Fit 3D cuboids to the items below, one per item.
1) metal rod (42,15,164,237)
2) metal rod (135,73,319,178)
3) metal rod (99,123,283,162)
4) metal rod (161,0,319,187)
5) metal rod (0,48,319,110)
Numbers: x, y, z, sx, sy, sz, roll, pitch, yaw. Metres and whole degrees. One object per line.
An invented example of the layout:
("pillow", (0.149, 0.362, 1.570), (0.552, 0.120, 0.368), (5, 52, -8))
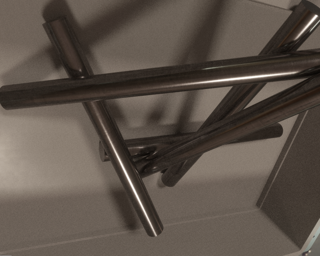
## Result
("metal rod", (-0.053, 0.020, 0.364), (0.025, 0.025, 0.299), (-27, 119, -12))
("metal rod", (0.060, 0.008, 0.334), (0.025, 0.025, 0.299), (21, 144, -37))
("metal rod", (0.062, 0.017, 0.455), (0.303, 0.025, 0.025), (-6, 121, -26))
("metal rod", (0.072, -0.011, 0.365), (0.025, 0.025, 0.298), (0, 143, -29))
("metal rod", (-0.005, -0.044, 0.290), (0.302, 0.025, 0.025), (-5, 126, 8))
